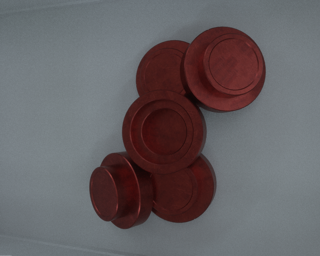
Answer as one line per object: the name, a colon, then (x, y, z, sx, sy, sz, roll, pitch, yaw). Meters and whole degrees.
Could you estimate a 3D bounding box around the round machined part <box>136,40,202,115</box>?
round machined part: (0.014, -0.063, 0.394, 0.098, 0.042, 0.097, 0, 90, 19)

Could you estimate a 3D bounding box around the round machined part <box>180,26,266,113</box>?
round machined part: (0.075, -0.067, 0.350, 0.099, 0.042, 0.097, 0, 87, -11)

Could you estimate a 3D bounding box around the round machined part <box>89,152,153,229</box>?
round machined part: (-0.056, 0.081, 0.396, 0.098, 0.042, 0.097, 6, 98, 49)

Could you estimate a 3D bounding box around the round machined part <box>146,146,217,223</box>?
round machined part: (0.019, 0.072, 0.392, 0.098, 0.042, 0.097, 0, 90, 19)

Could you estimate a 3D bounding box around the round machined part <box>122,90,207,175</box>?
round machined part: (0.008, 0.005, 0.373, 0.098, 0.042, 0.097, 0, 90, 19)
